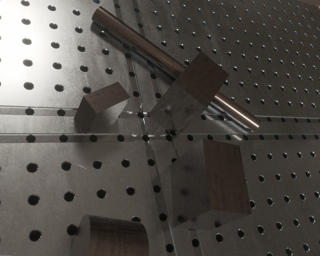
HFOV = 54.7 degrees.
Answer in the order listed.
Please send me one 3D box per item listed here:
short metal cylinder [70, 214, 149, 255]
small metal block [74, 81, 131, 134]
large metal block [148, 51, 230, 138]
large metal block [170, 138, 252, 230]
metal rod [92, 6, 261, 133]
[{"bbox_3d":[-0.049,0.121,0.274,0.050,0.080,0.080,15,56,-20],"label":"short metal cylinder"},{"bbox_3d":[-0.069,-0.024,0.370,0.050,0.050,0.025,-31,80,-38],"label":"small metal block"},{"bbox_3d":[0.038,-0.045,0.423,0.050,0.080,0.080,40,51,-2],"label":"large metal block"},{"bbox_3d":[0.054,0.069,0.362,0.050,0.080,0.080,12,57,-22],"label":"large metal block"},{"bbox_3d":[0.029,-0.087,0.478,0.301,0.025,0.025,34,51,-6],"label":"metal rod"}]
